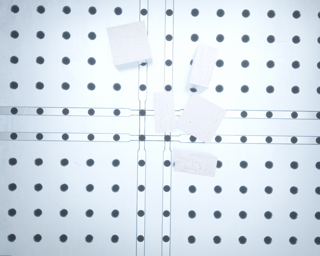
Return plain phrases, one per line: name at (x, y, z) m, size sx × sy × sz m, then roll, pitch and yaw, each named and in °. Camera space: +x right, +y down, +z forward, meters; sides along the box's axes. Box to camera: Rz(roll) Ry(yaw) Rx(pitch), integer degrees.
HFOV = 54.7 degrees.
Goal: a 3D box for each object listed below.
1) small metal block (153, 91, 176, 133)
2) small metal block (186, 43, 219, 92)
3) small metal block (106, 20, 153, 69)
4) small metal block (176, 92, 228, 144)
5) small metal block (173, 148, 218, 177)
small metal block at (0.006, -0.019, 0.401) m, size 0.025 × 0.050 × 0.050 m, roll -4°, pitch 90°, yaw 0°
small metal block at (0.053, -0.076, 0.402) m, size 0.025 × 0.050 × 0.050 m, roll 14°, pitch 90°, yaw 0°
small metal block at (-0.040, -0.110, 0.413) m, size 0.050 × 0.025 × 0.050 m, roll -12°, pitch 90°, yaw -1°
small metal block at (0.054, -0.012, 0.414) m, size 0.050 × 0.025 × 0.050 m, roll 29°, pitch 90°, yaw -1°
small metal block at (0.044, 0.044, 0.402) m, size 0.050 × 0.050 × 0.025 m, roll 9°, pitch 90°, yaw -1°
